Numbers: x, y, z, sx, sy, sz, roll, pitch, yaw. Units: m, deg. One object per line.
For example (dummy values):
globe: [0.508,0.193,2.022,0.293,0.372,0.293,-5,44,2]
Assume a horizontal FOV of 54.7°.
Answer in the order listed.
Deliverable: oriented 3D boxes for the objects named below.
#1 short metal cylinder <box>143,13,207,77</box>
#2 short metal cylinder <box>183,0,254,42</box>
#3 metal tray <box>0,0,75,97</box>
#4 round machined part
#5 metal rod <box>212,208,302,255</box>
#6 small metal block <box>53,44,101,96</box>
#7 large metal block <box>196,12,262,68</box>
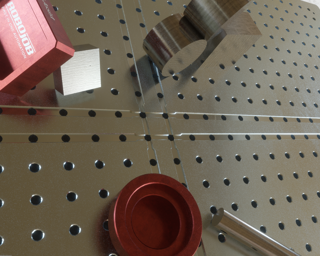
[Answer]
short metal cylinder: [0.022,-0.121,0.459,0.081,0.080,0.050,-26,76,-37]
short metal cylinder: [0.079,-0.164,0.422,0.050,0.080,0.080,49,51,-2]
metal tray: [-0.162,-0.112,0.348,0.130,0.090,0.030,61,15,15]
round machined part: [-0.008,0.102,0.331,0.099,0.042,0.098,14,56,-21]
metal rod: [0.197,0.188,0.399,0.301,0.025,0.025,32,52,-8]
small metal block: [-0.102,-0.072,0.378,0.050,0.050,0.025,-21,37,-36]
large metal block: [0.107,-0.148,0.521,0.081,0.080,0.050,-10,67,-33]
